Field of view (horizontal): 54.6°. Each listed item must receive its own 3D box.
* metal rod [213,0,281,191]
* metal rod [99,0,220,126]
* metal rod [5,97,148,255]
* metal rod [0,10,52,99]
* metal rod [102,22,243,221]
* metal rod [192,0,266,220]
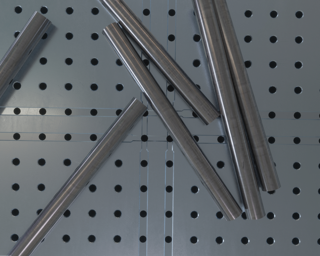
[{"bbox_3d":[0.106,-0.063,0.413,0.025,0.025,0.299,-17,90,0],"label":"metal rod"},{"bbox_3d":[-0.026,-0.125,0.413,0.025,0.025,0.300,-41,90,0],"label":"metal rod"},{"bbox_3d":[-0.119,0.083,0.412,0.025,0.025,0.300,39,90,0],"label":"metal rod"},{"bbox_3d":[-0.239,-0.024,0.411,0.025,0.025,0.299,34,90,0],"label":"metal rod"},{"bbox_3d":[0.016,-0.008,0.413,0.025,0.025,0.299,-34,90,0],"label":"metal rod"},{"bbox_3d":[0.090,-0.027,0.406,0.025,0.025,0.299,-15,93,0],"label":"metal rod"}]
